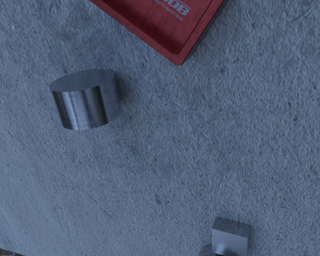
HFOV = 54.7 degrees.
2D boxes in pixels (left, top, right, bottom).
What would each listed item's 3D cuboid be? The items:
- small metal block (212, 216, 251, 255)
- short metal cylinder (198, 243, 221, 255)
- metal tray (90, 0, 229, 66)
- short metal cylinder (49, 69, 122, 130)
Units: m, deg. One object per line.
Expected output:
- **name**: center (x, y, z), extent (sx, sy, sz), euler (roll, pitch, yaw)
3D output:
- **small metal block**: center (0.104, 0.162, 0.452), extent (0.050, 0.025, 0.050), euler (8, 122, 24)
- **short metal cylinder**: center (0.092, 0.229, 0.484), extent (0.080, 0.050, 0.079), euler (13, 124, 21)
- **metal tray**: center (-0.004, -0.139, 0.319), extent (0.130, 0.030, 0.089), euler (38, 129, 2)
- **short metal cylinder**: center (-0.093, -0.039, 0.397), extent (0.080, 0.080, 0.050), euler (6, 121, 25)
